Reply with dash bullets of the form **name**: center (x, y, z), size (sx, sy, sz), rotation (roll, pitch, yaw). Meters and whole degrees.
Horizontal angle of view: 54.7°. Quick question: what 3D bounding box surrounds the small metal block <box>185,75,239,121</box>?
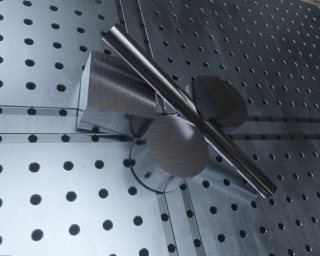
- **small metal block**: center (0.066, -0.038, 0.389), size (0.050, 0.025, 0.050), rotation (-11, 66, -52)

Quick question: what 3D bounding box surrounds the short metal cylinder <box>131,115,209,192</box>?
- **short metal cylinder**: center (0.011, 0.031, 0.375), size (0.081, 0.050, 0.080), rotation (14, 56, -21)

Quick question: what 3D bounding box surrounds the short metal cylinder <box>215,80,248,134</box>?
- **short metal cylinder**: center (0.077, -0.025, 0.444), size (0.081, 0.050, 0.080), rotation (14, 56, -21)

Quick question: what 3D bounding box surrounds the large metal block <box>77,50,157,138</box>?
- **large metal block**: center (-0.053, -0.039, 0.381), size (0.081, 0.050, 0.080), rotation (10, 57, -23)

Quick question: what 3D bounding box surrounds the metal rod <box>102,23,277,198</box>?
- **metal rod**: center (0.048, -0.011, 0.391), size (0.300, 0.025, 0.025), rotation (43, 50, -17)
